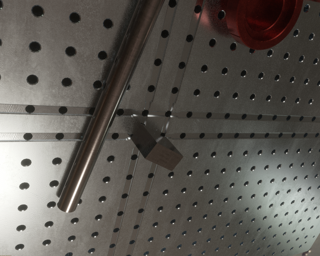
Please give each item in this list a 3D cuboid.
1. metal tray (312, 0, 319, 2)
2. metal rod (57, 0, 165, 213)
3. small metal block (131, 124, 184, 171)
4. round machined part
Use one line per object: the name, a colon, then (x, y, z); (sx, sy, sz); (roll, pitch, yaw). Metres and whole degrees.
metal tray: (0.210, -0.232, 0.381); (0.090, 0.030, 0.130); (-50, 129, 7)
metal rod: (-0.061, -0.025, 0.363); (0.025, 0.025, 0.298); (13, 112, -34)
small metal block: (-0.004, 0.026, 0.410); (0.050, 0.050, 0.025); (30, 102, -38)
round machined part: (0.121, -0.148, 0.377); (0.099, 0.042, 0.097); (-14, 125, -21)
